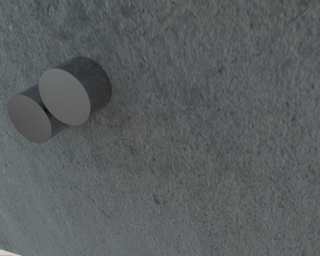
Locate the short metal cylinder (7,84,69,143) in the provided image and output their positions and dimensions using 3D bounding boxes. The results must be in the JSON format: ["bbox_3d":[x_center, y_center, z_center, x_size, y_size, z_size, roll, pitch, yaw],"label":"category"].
[{"bbox_3d":[-0.179,-0.024,0.468,0.080,0.050,0.079,13,124,20],"label":"short metal cylinder"}]

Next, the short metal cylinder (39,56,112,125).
[{"bbox_3d":[-0.113,-0.050,0.417,0.080,0.050,0.079,13,124,20],"label":"short metal cylinder"}]
